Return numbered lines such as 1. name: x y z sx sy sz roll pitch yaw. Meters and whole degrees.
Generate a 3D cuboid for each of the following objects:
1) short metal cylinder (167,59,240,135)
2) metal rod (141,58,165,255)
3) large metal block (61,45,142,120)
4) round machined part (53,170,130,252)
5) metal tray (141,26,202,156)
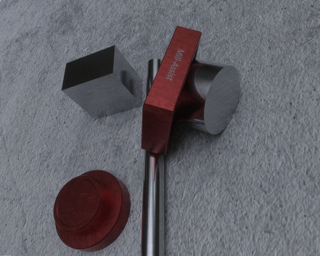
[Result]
1. short metal cylinder: 0.052 -0.037 0.363 0.050 0.080 0.080 20 72 35
2. metal rod: -0.007 0.032 0.386 0.025 0.025 0.299 -13 56 21
3. large metal block: -0.080 -0.062 0.447 0.080 0.080 0.050 -15 56 19
4. round machined part: -0.090 0.097 0.379 0.098 0.042 0.098 -13 56 20
5. metal tray: 0.013 -0.044 0.366 0.030 0.090 0.130 17 58 6
